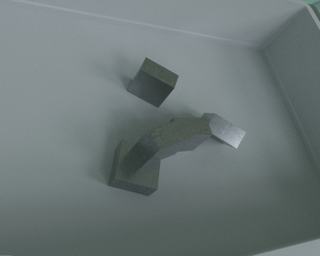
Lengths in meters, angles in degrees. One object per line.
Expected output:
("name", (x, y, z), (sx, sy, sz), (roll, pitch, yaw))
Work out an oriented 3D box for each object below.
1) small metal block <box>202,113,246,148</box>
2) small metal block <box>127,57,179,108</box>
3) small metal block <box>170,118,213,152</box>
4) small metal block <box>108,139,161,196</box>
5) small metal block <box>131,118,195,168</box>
("small metal block", (0.083, 0.002, 0.432), (0.050, 0.050, 0.025), (30, 89, -9))
("small metal block", (-0.010, -0.061, 0.423), (0.050, 0.050, 0.025), (28, 52, -11))
("small metal block", (0.031, 0.009, 0.402), (0.050, 0.050, 0.025), (-1, 63, -29))
("small metal block", (-0.028, 0.047, 0.363), (0.050, 0.025, 0.050), (18, 54, -18))
("small metal block", (0.003, 0.017, 0.351), (0.050, 0.050, 0.025), (-17, 71, -36))
